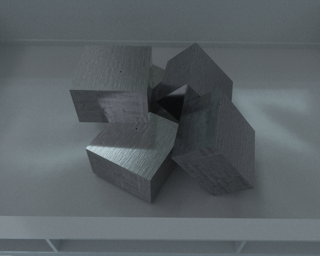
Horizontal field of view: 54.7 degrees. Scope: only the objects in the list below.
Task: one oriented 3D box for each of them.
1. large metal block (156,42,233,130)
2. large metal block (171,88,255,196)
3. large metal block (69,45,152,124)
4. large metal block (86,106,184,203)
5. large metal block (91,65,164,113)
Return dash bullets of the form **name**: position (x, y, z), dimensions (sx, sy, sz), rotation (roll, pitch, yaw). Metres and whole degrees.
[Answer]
- **large metal block**: position (0.048, -0.048, 0.400), dimensions (0.080, 0.050, 0.080), rotation (39, 45, -27)
- **large metal block**: position (0.063, 0.017, 0.345), dimensions (0.050, 0.080, 0.080), rotation (-21, 39, 36)
- **large metal block**: position (-0.051, -0.052, 0.363), dimensions (0.080, 0.050, 0.080), rotation (1, 49, 2)
- **large metal block**: position (-0.025, 0.026, 0.361), dimensions (0.080, 0.050, 0.080), rotation (24, 54, 18)
- **large metal block**: position (-0.042, -0.052, 0.431), dimensions (0.080, 0.050, 0.080), rotation (29, 56, 22)
